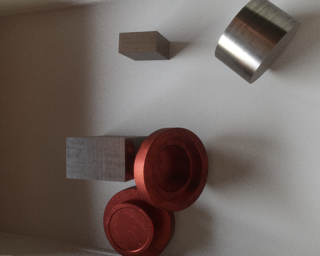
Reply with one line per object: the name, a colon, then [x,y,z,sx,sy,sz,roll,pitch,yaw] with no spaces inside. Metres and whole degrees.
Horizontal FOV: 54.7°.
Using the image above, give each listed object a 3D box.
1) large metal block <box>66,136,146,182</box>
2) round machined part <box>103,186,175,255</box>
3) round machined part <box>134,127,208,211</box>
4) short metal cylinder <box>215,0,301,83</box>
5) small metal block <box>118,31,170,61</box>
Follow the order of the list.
large metal block: [-0.062,0.036,0.401,0.080,0.080,0.050,0,90,21]
round machined part: [-0.033,0.129,0.412,0.098,0.042,0.097,0,90,19]
round machined part: [0.010,0.048,0.377,0.042,0.099,0.097,-2,89,53]
short metal cylinder: [0.107,-0.096,0.343,0.050,0.080,0.080,43,103,15]
small metal block: [-0.019,-0.106,0.403,0.050,0.050,0.025,3,91,19]
